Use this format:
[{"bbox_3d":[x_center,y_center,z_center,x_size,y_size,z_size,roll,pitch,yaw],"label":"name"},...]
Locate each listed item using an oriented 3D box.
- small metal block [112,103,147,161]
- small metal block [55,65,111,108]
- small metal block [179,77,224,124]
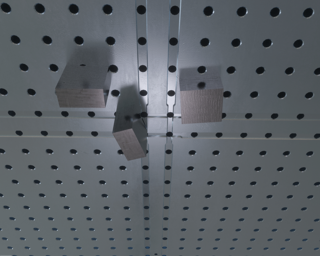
[{"bbox_3d":[-0.037,0.005,0.399,0.025,0.050,0.050,-14,129,11],"label":"small metal block"},{"bbox_3d":[-0.085,-0.048,0.354,0.050,0.050,0.025,1,130,-1],"label":"small metal block"},{"bbox_3d":[0.050,-0.033,0.383,0.050,0.025,0.050,-4,130,3],"label":"small metal block"}]
